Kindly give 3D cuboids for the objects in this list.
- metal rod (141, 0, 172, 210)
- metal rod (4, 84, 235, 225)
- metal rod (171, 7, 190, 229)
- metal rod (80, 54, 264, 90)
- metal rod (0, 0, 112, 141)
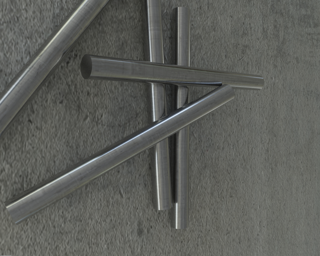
[{"bbox_3d":[-0.005,-0.045,0.400,0.025,0.025,0.298,-5,94,-40],"label":"metal rod"},{"bbox_3d":[-0.023,0.015,0.359,0.302,0.025,0.025,-29,109,-28],"label":"metal rod"},{"bbox_3d":[0.028,-0.014,0.428,0.025,0.025,0.298,1,90,-40],"label":"metal rod"},{"bbox_3d":[0.042,-0.067,0.405,0.302,0.025,0.025,-3,92,-40],"label":"metal rod"},{"bbox_3d":[-0.094,-0.102,0.325,0.025,0.025,0.300,44,64,-31],"label":"metal rod"}]
